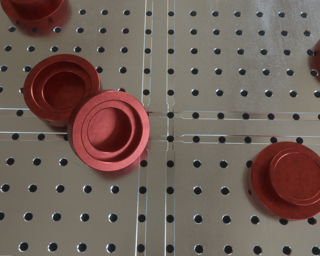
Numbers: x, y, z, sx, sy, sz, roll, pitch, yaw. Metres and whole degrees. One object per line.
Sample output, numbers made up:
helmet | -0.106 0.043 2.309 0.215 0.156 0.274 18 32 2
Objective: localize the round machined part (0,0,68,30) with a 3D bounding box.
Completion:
round machined part | -0.196 -0.204 0.476 0.099 0.042 0.098 0 70 0

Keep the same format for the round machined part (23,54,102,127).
round machined part | -0.127 -0.047 0.419 0.099 0.042 0.098 0 70 0

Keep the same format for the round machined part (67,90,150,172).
round machined part | -0.065 0.001 0.385 0.099 0.042 0.097 -7 103 -29

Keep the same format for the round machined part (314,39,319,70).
round machined part | 0.280 -0.111 0.445 0.099 0.042 0.098 0 70 0

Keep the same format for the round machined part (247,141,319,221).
round machined part | 0.162 0.063 0.381 0.099 0.042 0.098 0 70 0
